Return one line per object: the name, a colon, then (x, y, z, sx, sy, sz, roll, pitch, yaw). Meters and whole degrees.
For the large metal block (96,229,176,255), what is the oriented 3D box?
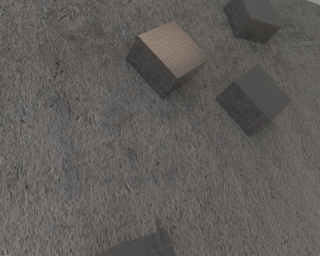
large metal block: (-0.019, 0.143, 0.271, 0.050, 0.080, 0.080, -7, 65, -31)

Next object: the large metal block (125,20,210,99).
large metal block: (0.012, -0.102, 0.456, 0.080, 0.050, 0.080, 48, 51, 5)

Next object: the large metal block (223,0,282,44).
large metal block: (0.185, -0.222, 0.623, 0.081, 0.050, 0.080, 3, 60, -27)

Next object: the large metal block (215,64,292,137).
large metal block: (0.150, -0.045, 0.496, 0.081, 0.050, 0.080, -35, 81, -38)
